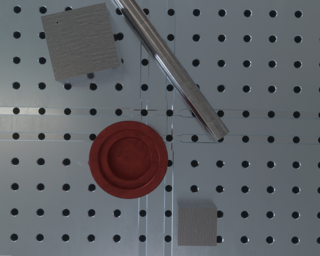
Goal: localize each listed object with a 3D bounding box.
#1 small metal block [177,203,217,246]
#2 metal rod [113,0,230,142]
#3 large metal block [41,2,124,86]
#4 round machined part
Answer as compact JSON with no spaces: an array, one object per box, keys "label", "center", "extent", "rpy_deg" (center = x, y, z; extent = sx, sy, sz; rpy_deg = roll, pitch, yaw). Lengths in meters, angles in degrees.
[{"label":"small metal block","center":[0.049,0.128,0.414],"extent":[0.050,0.025,0.050],"rpy_deg":[1,90,0]},{"label":"metal rod","center":[-0.005,-0.110,0.413],"extent":[0.025,0.025,0.299],"rpy_deg":[-36,90,0]},{"label":"large metal block","center":[-0.096,-0.105,0.400],"extent":[0.080,0.050,0.080],"rpy_deg":[-13,90,0]},{"label":"round machined part","center":[-0.039,0.039,0.404],"extent":[0.099,0.042,0.097],"rpy_deg":[0,90,0]}]
